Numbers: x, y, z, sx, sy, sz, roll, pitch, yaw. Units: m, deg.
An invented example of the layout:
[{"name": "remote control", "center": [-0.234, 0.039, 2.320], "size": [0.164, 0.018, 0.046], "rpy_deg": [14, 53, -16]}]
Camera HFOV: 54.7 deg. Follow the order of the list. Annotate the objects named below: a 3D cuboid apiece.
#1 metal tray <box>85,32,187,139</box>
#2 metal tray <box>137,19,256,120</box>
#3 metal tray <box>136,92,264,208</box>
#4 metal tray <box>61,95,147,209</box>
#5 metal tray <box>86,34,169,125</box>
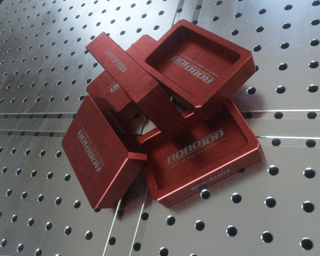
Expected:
[{"name": "metal tray", "center": [-0.030, -0.052, 0.373], "size": [0.030, 0.090, 0.130], "rpy_deg": [-42, 51, 0]}, {"name": "metal tray", "center": [0.041, -0.079, 0.392], "size": [0.090, 0.030, 0.130], "rpy_deg": [-45, 51, -4]}, {"name": "metal tray", "center": [0.041, 0.024, 0.366], "size": [0.130, 0.030, 0.090], "rpy_deg": [-29, 52, 9]}, {"name": "metal tray", "center": [-0.078, 0.028, 0.403], "size": [0.090, 0.030, 0.130], "rpy_deg": [-57, 48, 20]}, {"name": "metal tray", "center": [-0.040, -0.074, 0.469], "size": [0.130, 0.030, 0.090], "rpy_deg": [-43, 51, -2]}]
